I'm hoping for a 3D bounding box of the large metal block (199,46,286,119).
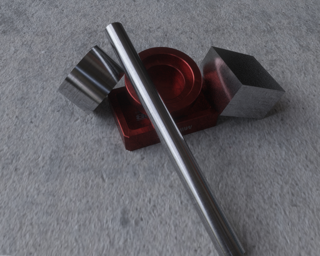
[{"bbox_3d":[0.105,-0.060,0.418,0.081,0.050,0.080,3,45,-33],"label":"large metal block"}]

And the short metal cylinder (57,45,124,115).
[{"bbox_3d":[-0.090,-0.064,0.413,0.050,0.080,0.080,40,53,-14],"label":"short metal cylinder"}]

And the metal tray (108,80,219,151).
[{"bbox_3d":[0.003,-0.027,0.424,0.131,0.030,0.090,-16,52,-14],"label":"metal tray"}]

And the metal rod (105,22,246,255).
[{"bbox_3d":[0.006,0.000,0.348,0.025,0.025,0.299,-22,70,-17],"label":"metal rod"}]

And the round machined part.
[{"bbox_3d":[0.003,-0.055,0.409,0.099,0.042,0.098,2,65,-4],"label":"round machined part"}]
